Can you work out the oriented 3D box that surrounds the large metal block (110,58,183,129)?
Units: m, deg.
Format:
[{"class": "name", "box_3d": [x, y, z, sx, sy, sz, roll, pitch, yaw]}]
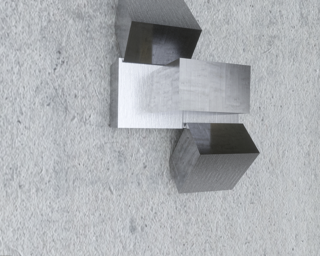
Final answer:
[{"class": "large metal block", "box_3d": [-0.018, -0.040, 0.389, 0.081, 0.050, 0.079, 1, 90, -21]}]

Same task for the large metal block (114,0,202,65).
[{"class": "large metal block", "box_3d": [-0.006, -0.121, 0.373, 0.081, 0.050, 0.080, 1, 46, -20]}]

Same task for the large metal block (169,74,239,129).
[{"class": "large metal block", "box_3d": [0.058, -0.040, 0.418, 0.081, 0.050, 0.079, 1, 90, -21]}]

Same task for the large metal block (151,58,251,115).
[{"class": "large metal block", "box_3d": [0.042, -0.041, 0.345, 0.081, 0.080, 0.050, 1, 90, -20]}]

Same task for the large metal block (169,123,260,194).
[{"class": "large metal block", "box_3d": [0.066, 0.039, 0.400, 0.081, 0.079, 0.050, 0, 46, -21]}]
